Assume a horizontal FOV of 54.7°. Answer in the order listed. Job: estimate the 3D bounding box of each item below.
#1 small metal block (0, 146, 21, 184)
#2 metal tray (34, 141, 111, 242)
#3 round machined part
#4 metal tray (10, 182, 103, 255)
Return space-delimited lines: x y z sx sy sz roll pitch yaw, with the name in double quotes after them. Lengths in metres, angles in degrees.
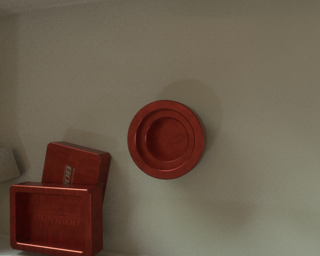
-0.253 0.061 0.482 0.025 0.050 0.050 -34 77 55 "small metal block"
-0.128 0.091 0.451 0.090 0.030 0.129 12 94 19 "metal tray"
0.012 0.014 0.397 0.098 0.042 0.097 0 90 19 "round machined part"
-0.143 0.123 0.424 0.130 0.030 0.089 -1 90 19 "metal tray"
